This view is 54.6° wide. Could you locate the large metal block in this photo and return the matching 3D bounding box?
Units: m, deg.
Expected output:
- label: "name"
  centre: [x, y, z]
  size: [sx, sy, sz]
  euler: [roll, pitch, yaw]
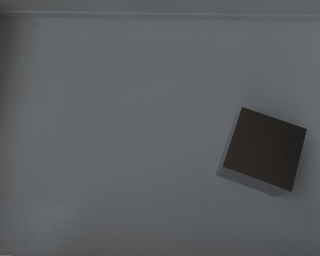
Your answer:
- label: "large metal block"
  centre: [0.124, 0.031, 0.386]
  size: [0.080, 0.050, 0.080]
  euler: [20, 71, 7]
